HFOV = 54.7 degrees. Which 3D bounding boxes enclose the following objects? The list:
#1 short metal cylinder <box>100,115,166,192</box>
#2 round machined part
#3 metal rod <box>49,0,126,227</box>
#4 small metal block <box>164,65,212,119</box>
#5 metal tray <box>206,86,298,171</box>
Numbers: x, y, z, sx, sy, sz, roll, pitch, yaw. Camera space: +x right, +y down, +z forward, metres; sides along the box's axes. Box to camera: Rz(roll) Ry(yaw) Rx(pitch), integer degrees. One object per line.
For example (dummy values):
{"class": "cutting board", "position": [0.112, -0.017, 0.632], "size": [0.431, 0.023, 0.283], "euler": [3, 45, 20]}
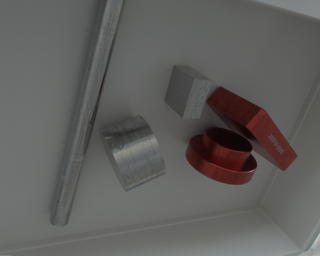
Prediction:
{"class": "short metal cylinder", "position": [-0.034, 0.030, 0.375], "size": [0.050, 0.080, 0.080], "euler": [-23, 127, -15]}
{"class": "round machined part", "position": [0.089, 0.033, 0.432], "size": [0.099, 0.098, 0.042], "euler": [2, 118, -30]}
{"class": "metal rod", "position": [-0.088, -0.008, 0.356], "size": [0.025, 0.025, 0.298], "euler": [5, 116, -31]}
{"class": "small metal block", "position": [0.033, -0.045, 0.384], "size": [0.025, 0.050, 0.050], "euler": [1, 118, -29]}
{"class": "metal tray", "position": [0.132, 0.002, 0.441], "size": [0.030, 0.090, 0.130], "euler": [-49, 129, 1]}
